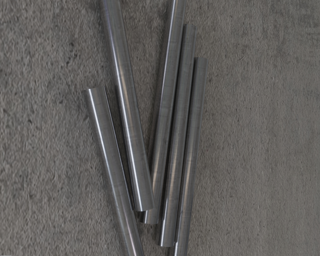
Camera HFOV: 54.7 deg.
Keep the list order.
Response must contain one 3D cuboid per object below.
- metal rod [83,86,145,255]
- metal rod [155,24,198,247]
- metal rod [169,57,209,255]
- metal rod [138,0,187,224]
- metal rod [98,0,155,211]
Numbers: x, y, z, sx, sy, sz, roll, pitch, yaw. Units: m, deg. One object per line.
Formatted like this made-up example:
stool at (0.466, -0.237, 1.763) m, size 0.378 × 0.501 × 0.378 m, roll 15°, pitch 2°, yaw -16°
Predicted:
metal rod at (-0.043, 0.100, 0.368) m, size 0.025 × 0.025 × 0.298 m, roll -19°, pitch 102°, yaw -38°
metal rod at (0.023, 0.006, 0.423) m, size 0.025 × 0.025 × 0.298 m, roll 11°, pitch 83°, yaw -40°
metal rod at (0.040, 0.048, 0.438) m, size 0.025 × 0.025 × 0.298 m, roll 12°, pitch 83°, yaw -40°
metal rod at (0.005, -0.028, 0.408) m, size 0.025 × 0.025 × 0.298 m, roll 13°, pitch 82°, yaw -39°
metal rod at (-0.042, -0.052, 0.359) m, size 0.025 × 0.025 × 0.298 m, roll -13°, pitch 96°, yaw -39°
